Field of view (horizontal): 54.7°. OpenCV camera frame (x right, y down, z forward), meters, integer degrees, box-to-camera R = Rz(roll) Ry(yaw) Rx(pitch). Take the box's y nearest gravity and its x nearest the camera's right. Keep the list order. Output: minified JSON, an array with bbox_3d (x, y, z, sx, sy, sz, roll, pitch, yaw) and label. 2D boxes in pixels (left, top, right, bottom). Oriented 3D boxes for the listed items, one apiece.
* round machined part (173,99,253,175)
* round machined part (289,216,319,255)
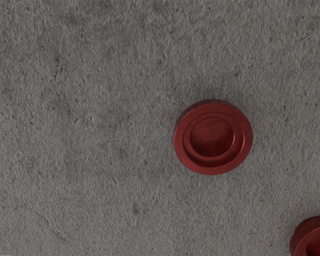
[{"bbox_3d":[0.066,0.009,0.404,0.099,0.042,0.097,0,110,0],"label":"round machined part"},{"bbox_3d":[0.244,0.173,0.467,0.099,0.042,0.097,0,110,0],"label":"round machined part"}]
